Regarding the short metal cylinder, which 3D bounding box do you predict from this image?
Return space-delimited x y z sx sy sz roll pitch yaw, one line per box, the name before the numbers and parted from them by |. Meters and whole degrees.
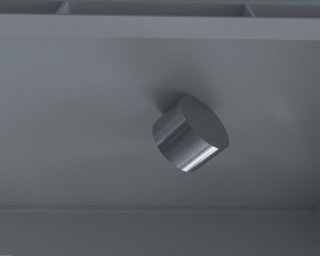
short metal cylinder | 0.038 0.007 0.379 0.080 0.080 0.050 32 123 -24
